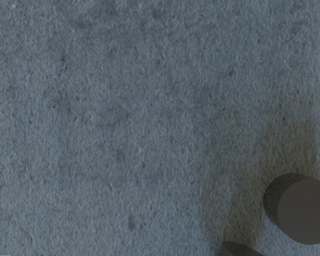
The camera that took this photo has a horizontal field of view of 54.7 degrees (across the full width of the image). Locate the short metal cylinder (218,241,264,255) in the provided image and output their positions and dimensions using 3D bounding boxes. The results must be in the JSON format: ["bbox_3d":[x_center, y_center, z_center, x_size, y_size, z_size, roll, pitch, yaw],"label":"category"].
[{"bbox_3d":[0.106,0.184,0.384,0.080,0.080,0.050,23,90,-1],"label":"short metal cylinder"}]

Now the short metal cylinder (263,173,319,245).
[{"bbox_3d":[0.182,0.102,0.400,0.081,0.050,0.079,0,90,-1],"label":"short metal cylinder"}]
